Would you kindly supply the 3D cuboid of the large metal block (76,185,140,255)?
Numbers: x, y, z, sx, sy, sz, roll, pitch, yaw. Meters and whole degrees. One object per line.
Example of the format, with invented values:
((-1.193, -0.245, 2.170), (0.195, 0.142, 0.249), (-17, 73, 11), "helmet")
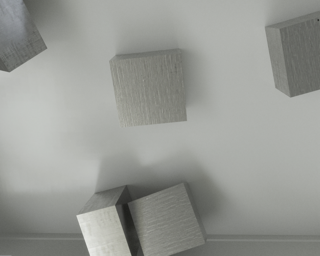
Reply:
((-0.065, 0.133, 0.422), (0.050, 0.080, 0.080), (-16, 96, 6), "large metal block")

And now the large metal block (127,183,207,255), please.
((0.012, 0.127, 0.426), (0.080, 0.050, 0.080), (-22, 77, 7), "large metal block")

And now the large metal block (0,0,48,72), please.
((-0.179, -0.110, 0.323), (0.080, 0.050, 0.080), (15, 139, 34), "large metal block")

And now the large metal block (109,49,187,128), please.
((-0.012, -0.050, 0.379), (0.080, 0.050, 0.079), (-6, 110, 2), "large metal block")

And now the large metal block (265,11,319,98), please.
((0.179, -0.090, 0.366), (0.080, 0.050, 0.080), (-16, 110, 5), "large metal block")
